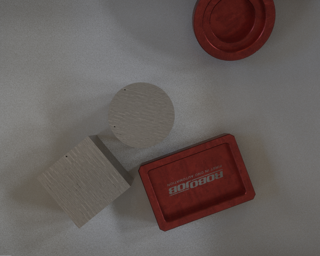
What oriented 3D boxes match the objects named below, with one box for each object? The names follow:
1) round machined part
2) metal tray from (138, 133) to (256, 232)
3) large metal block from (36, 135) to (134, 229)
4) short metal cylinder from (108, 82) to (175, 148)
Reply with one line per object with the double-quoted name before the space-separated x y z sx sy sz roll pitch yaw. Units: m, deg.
"round machined part" 0.090 -0.138 0.391 0.099 0.042 0.097 0 118 0
"metal tray" 0.047 0.070 0.409 0.131 0.030 0.090 -20 90 -1
"large metal block" -0.092 0.065 0.398 0.080 0.050 0.080 -40 91 0
"short metal cylinder" -0.023 -0.016 0.399 0.081 0.050 0.079 0 90 -1
